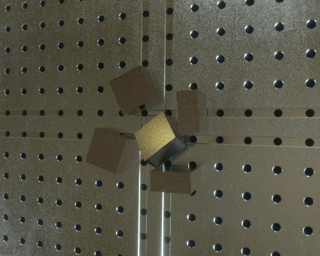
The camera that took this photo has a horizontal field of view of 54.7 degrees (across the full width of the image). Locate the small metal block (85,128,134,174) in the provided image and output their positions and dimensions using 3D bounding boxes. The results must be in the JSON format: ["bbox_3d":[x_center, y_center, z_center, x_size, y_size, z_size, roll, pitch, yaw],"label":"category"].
[{"bbox_3d":[-0.071,0.031,0.436,0.050,0.025,0.050,20,96,18],"label":"small metal block"}]

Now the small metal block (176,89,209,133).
[{"bbox_3d":[0.041,-0.019,0.384,0.025,0.050,0.050,-5,89,20],"label":"small metal block"}]

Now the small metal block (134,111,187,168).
[{"bbox_3d":[-0.001,0.015,0.400,0.050,0.025,0.050,-39,45,15],"label":"small metal block"}]

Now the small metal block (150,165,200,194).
[{"bbox_3d":[0.021,0.064,0.391,0.050,0.050,0.025,0,92,20],"label":"small metal block"}]

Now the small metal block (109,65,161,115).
[{"bbox_3d":[-0.034,-0.051,0.424,0.050,0.025,0.050,-25,82,18],"label":"small metal block"}]
